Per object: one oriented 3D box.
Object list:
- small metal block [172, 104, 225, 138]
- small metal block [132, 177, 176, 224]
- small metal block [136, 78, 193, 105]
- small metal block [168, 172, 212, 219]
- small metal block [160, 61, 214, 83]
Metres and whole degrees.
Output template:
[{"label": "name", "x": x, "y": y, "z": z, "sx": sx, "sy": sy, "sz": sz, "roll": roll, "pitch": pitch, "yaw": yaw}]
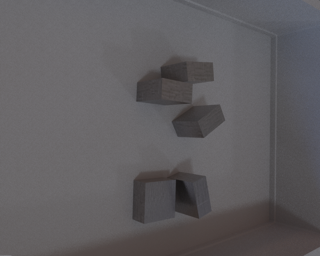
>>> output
[{"label": "small metal block", "x": 0.054, "y": -0.010, "z": 0.435, "sx": 0.050, "sy": 0.050, "sz": 0.025, "roll": -35, "pitch": 112, "yaw": -34}, {"label": "small metal block", "x": -0.007, "y": 0.092, "z": 0.401, "sx": 0.050, "sy": 0.025, "sz": 0.050, "roll": 2, "pitch": 89, "yaw": -40}, {"label": "small metal block", "x": 0.005, "y": -0.045, "z": 0.395, "sx": 0.050, "sy": 0.050, "sz": 0.025, "roll": 4, "pitch": 88, "yaw": -40}, {"label": "small metal block", "x": 0.040, "y": 0.090, "z": 0.423, "sx": 0.025, "sy": 0.050, "sz": 0.050, "roll": -18, "pitch": 102, "yaw": -39}, {"label": "small metal block", "x": 0.037, "y": -0.073, "z": 0.421, "sx": 0.050, "sy": 0.050, "sz": 0.025, "roll": -8, "pitch": 95, "yaw": -40}]
